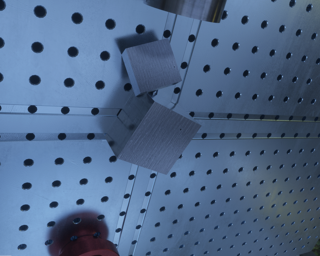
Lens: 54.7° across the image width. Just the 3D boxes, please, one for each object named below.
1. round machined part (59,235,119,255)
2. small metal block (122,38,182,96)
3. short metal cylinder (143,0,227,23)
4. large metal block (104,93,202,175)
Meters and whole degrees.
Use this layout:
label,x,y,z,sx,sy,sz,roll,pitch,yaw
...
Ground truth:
label,x,y,z,sx,sy,sz,roll,pitch,yaw
round machined part,-0.111,0.201,0.464,0.099,0.042,0.097,-14,124,-21
small metal block,-0.010,-0.068,0.349,0.050,0.025,0.050,-19,93,-17
short metal cylinder,0.028,-0.139,0.304,0.081,0.080,0.050,0,118,-29
large metal block,-0.009,0.004,0.392,0.080,0.050,0.080,25,105,-37
